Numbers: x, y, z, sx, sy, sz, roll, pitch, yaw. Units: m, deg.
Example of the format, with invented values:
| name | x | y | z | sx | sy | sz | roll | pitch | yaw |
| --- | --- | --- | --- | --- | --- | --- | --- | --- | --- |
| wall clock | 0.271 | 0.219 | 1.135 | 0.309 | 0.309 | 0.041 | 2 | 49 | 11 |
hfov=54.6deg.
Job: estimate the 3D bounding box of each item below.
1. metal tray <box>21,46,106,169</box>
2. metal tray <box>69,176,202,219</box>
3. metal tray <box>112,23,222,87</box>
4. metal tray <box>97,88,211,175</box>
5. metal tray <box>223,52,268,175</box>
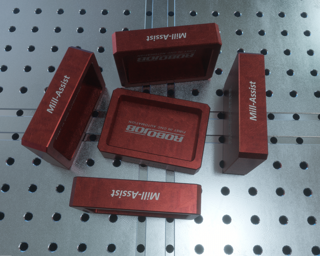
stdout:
| name | x | y | z | sx | sy | sz | roll | pitch | yaw |
| --- | --- | --- | --- | --- | --- | --- | --- | --- | --- |
| metal tray | -0.112 | -0.022 | 0.385 | 0.030 | 0.090 | 0.130 | 17 | 71 | 6 |
| metal tray | -0.024 | 0.081 | 0.348 | 0.131 | 0.090 | 0.030 | 3 | 70 | 1 |
| metal tray | 0.008 | -0.093 | 0.411 | 0.131 | 0.090 | 0.030 | -6 | 70 | -2 |
| metal tray | -0.006 | 0.003 | 0.407 | 0.131 | 0.030 | 0.090 | 11 | 70 | 3 |
| metal tray | 0.102 | -0.015 | 0.383 | 0.030 | 0.090 | 0.130 | 4 | 70 | 1 |
